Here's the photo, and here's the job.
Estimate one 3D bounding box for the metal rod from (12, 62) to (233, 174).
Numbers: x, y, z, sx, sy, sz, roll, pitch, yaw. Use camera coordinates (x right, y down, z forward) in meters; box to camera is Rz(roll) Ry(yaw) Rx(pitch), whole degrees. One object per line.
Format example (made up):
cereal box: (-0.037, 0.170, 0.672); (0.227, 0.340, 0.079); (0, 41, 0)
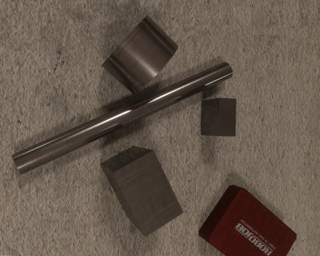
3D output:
metal rod: (-0.032, -0.021, 0.397); (0.302, 0.025, 0.025); (-26, 99, -19)

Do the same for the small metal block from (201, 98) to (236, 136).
small metal block: (0.080, -0.014, 0.427); (0.025, 0.050, 0.050); (1, 90, -20)

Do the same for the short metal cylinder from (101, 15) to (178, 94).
short metal cylinder: (-0.024, -0.087, 0.371); (0.050, 0.080, 0.080); (42, 77, -16)

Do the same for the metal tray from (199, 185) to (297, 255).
metal tray: (0.132, 0.157, 0.457); (0.130, 0.030, 0.090); (41, 77, -16)

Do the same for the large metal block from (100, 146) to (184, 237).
large metal block: (-0.025, 0.070, 0.371); (0.050, 0.080, 0.080); (-28, 100, -18)
